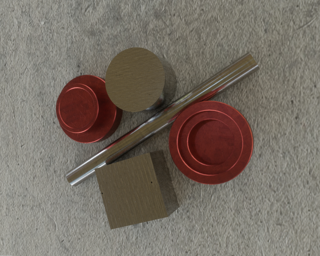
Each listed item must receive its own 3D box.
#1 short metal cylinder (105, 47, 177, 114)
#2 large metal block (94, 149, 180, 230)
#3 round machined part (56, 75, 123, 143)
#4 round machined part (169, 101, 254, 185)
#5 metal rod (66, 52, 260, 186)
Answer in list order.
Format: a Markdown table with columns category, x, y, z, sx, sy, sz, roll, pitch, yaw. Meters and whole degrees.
| category | x | y | z | sx | sy | sz | roll | pitch | yaw |
| --- | --- | --- | --- | --- | --- | --- | --- | --- | --- |
| short metal cylinder | -0.023 | -0.060 | 0.405 | 0.080 | 0.050 | 0.079 | 0 | 90 | 20 |
| large metal block | -0.029 | 0.079 | 0.408 | 0.080 | 0.050 | 0.080 | -18 | 84 | 19 |
| round machined part | -0.106 | -0.027 | 0.438 | 0.098 | 0.042 | 0.097 | 0 | 90 | 20 |
| round machined part | 0.064 | 0.017 | 0.378 | 0.098 | 0.042 | 0.097 | 0 | 90 | 20 |
| metal rod | -0.008 | -0.003 | 0.414 | 0.300 | 0.025 | 0.025 | -33 | 80 | 16 |
